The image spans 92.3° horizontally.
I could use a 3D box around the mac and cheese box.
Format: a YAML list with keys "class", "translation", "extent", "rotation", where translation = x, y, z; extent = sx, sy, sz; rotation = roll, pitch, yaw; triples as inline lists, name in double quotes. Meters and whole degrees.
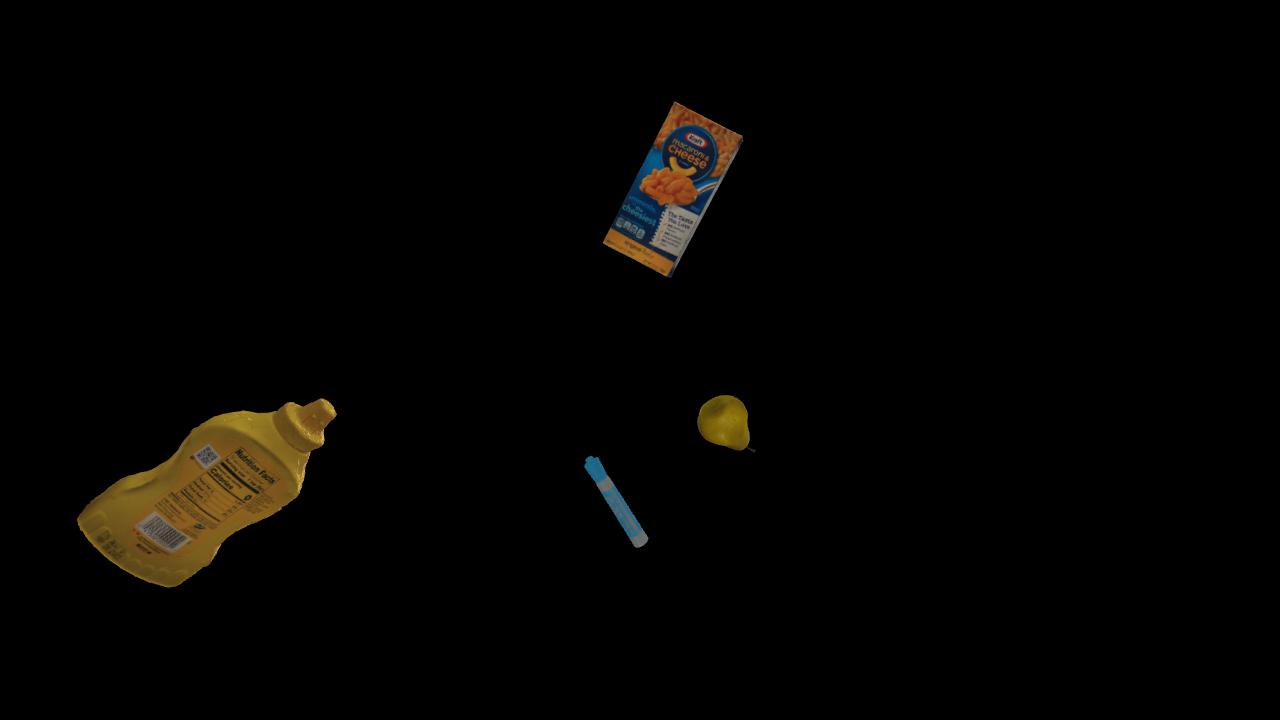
- class: "mac and cheese box"
  translation: [0.039, -0.201, 0.739]
  extent: [0.093, 0.184, 0.041]
  rotation: [29, 10, 7]

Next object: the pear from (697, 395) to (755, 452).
- class: "pear"
  translation: [0.137, 0.109, 0.951]
  extent: [0.080, 0.111, 0.080]
  rotation: [-24, 27, 13]

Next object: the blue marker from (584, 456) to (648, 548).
- class: "blue marker"
  translation: [-0.028, 0.159, 0.695]
  extent: [0.020, 0.121, 0.020]
  rotation: [-29, 13, 7]

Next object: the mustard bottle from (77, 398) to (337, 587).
- class: "mustard bottle"
  translation: [-0.320, 0.091, 0.482]
  extent: [0.184, 0.092, 0.054]
  rotation: [-37, 20, -5]
